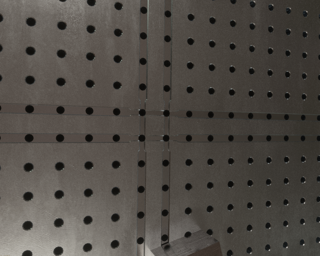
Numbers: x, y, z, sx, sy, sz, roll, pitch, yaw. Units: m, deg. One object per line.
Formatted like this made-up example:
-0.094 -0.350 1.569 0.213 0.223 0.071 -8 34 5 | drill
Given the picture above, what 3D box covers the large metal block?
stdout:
0.041 0.196 0.416 0.081 0.050 0.080 -15 95 -20 | large metal block
